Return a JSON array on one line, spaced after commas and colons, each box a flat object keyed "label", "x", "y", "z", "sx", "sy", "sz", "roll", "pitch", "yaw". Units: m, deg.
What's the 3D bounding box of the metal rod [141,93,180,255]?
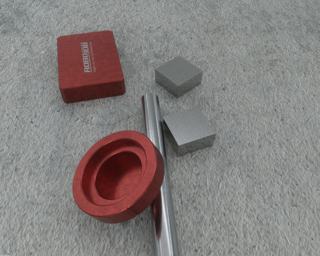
[{"label": "metal rod", "x": 0.001, "y": 0.074, "z": 0.340, "sx": 0.025, "sy": 0.025, "sz": 0.300, "roll": -4, "pitch": 50, "yaw": -4}]

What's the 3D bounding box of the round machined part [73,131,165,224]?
[{"label": "round machined part", "x": -0.040, "y": 0.054, "z": 0.331, "sx": 0.098, "sy": 0.042, "sz": 0.098, "roll": -15, "pitch": 50, "yaw": 19}]

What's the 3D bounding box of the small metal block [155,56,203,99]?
[{"label": "small metal block", "x": 0.028, "y": -0.078, "z": 0.469, "sx": 0.050, "sy": 0.025, "sz": 0.050, "roll": -34, "pitch": 58, "yaw": -26}]

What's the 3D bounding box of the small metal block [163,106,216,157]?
[{"label": "small metal block", "x": 0.036, "y": 0.004, "z": 0.400, "sx": 0.050, "sy": 0.025, "sz": 0.050, "roll": -17, "pitch": 52, "yaw": -14}]

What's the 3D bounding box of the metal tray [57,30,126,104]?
[{"label": "metal tray", "x": -0.109, "y": -0.099, "z": 0.482, "sx": 0.091, "sy": 0.030, "sz": 0.130, "roll": -10, "pitch": 51, "yaw": -9}]
